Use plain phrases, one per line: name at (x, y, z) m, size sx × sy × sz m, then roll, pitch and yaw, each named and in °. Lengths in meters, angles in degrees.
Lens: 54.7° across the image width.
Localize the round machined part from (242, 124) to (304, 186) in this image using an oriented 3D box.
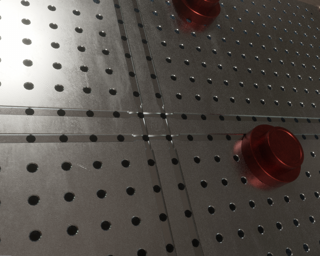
round machined part at (0.179, 0.036, 0.474) m, size 0.099 × 0.042 × 0.098 m, roll 14°, pitch 56°, yaw -21°

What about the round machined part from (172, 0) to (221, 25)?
round machined part at (0.075, -0.249, 0.592) m, size 0.099 × 0.042 × 0.098 m, roll 14°, pitch 56°, yaw -21°
